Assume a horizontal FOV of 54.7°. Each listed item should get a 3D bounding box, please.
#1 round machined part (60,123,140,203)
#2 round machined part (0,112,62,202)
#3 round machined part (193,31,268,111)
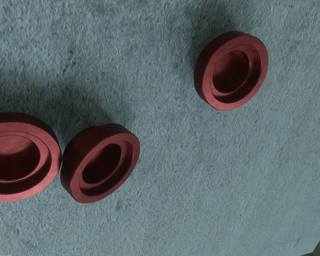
[{"bbox_3d":[-0.074,0.036,0.363,0.099,0.042,0.097,-35,145,-30],"label":"round machined part"},{"bbox_3d":[-0.158,0.026,0.326,0.099,0.042,0.097,-14,124,-21],"label":"round machined part"},{"bbox_3d":[0.085,-0.075,0.396,0.099,0.042,0.097,-14,124,-21],"label":"round machined part"}]
